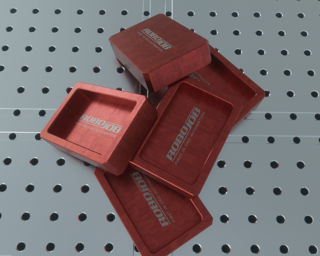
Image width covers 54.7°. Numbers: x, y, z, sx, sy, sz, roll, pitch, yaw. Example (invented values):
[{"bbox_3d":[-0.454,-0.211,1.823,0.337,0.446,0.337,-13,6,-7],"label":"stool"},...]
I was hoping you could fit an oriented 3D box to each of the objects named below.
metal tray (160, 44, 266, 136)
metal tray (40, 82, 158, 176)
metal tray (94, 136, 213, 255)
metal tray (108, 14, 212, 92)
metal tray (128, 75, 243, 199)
[{"bbox_3d":[0.066,-0.056,0.430,0.090,0.030,0.130,-42,76,-14],"label":"metal tray"},{"bbox_3d":[-0.077,-0.005,0.377,0.130,0.030,0.090,16,67,37],"label":"metal tray"},{"bbox_3d":[-0.009,0.084,0.378,0.090,0.030,0.130,-31,73,-11],"label":"metal tray"},{"bbox_3d":[-0.004,-0.106,0.416,0.090,0.030,0.130,-29,43,-11],"label":"metal tray"},{"bbox_3d":[0.032,0.007,0.375,0.090,0.030,0.130,27,72,9],"label":"metal tray"}]
